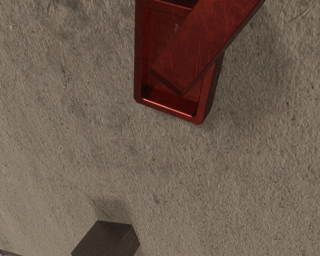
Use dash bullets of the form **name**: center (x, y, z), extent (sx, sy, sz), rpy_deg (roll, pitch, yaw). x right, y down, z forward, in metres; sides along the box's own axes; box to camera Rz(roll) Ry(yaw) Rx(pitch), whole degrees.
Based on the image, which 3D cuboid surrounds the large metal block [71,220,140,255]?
- **large metal block**: center (-0.095, 0.216, 0.552), extent (0.080, 0.080, 0.050), rpy_deg (-3, 117, 29)

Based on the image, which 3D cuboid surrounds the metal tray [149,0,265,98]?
- **metal tray**: center (0.045, -0.079, 0.252), extent (0.030, 0.130, 0.090), rpy_deg (40, 113, 1)

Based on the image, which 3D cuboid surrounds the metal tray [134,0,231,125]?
- **metal tray**: center (0.019, -0.072, 0.334), extent (0.090, 0.030, 0.129), rpy_deg (21, 135, 16)
